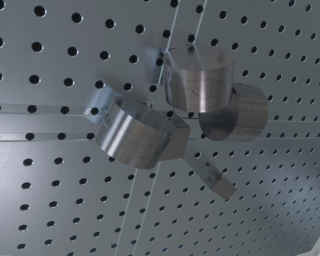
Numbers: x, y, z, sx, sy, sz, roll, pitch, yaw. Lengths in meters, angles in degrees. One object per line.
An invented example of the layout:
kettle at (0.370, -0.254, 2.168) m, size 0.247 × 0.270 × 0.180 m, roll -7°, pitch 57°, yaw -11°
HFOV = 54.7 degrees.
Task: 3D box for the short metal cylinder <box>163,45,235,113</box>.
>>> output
short metal cylinder at (0.045, -0.060, 0.363) m, size 0.081 × 0.080 × 0.050 m, roll -17°, pitch 125°, yaw -19°

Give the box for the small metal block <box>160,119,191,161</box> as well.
small metal block at (0.010, 0.017, 0.428) m, size 0.050 × 0.025 × 0.050 m, roll -4°, pitch 121°, yaw -26°

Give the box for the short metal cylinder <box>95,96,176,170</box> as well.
short metal cylinder at (-0.028, 0.005, 0.363) m, size 0.081 × 0.080 × 0.050 m, roll 18°, pitch 109°, yaw -35°

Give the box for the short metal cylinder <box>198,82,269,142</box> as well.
short metal cylinder at (0.096, -0.022, 0.415) m, size 0.050 × 0.080 × 0.079 m, roll 3°, pitch 117°, yaw -30°

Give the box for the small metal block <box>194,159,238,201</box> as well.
small metal block at (0.089, 0.083, 0.495) m, size 0.025 × 0.050 × 0.050 m, roll -48°, pitch 129°, yaw 5°
